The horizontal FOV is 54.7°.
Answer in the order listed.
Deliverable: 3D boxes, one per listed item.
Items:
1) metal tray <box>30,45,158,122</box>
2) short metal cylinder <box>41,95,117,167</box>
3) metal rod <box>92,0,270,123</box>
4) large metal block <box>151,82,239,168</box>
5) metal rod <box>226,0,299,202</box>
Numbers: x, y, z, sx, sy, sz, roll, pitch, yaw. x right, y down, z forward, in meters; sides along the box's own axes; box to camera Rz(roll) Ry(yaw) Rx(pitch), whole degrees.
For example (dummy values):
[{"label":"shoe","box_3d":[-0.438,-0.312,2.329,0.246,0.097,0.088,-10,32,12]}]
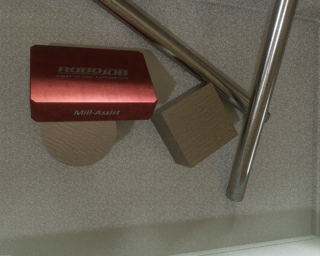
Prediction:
[{"label":"metal tray","box_3d":[-0.077,-0.051,0.353,0.131,0.030,0.090,-2,52,-20]},{"label":"short metal cylinder","box_3d":[-0.096,0.003,0.362,0.081,0.050,0.079,0,90,-21]},{"label":"metal rod","box_3d":[0.038,-0.093,0.425,0.301,0.025,0.025,33,79,-17]},{"label":"large metal block","box_3d":[0.044,-0.005,0.415,0.080,0.050,0.080,-33,101,-17]},{"label":"metal rod","box_3d":[0.130,-0.036,0.401,0.025,0.025,0.298,0,112,-20]}]
